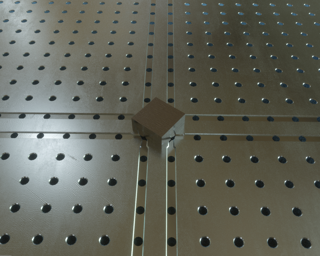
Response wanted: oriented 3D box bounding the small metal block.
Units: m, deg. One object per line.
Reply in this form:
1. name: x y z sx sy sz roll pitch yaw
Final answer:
1. small metal block: -0.002 -0.008 0.415 0.050 0.025 0.050 32 57 23
